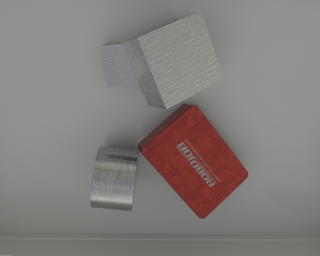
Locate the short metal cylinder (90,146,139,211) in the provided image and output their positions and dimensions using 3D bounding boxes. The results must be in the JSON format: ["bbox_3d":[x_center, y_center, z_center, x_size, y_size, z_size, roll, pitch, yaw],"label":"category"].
[{"bbox_3d":[-0.057,0.066,0.406,0.050,0.080,0.079,6,110,-2],"label":"short metal cylinder"}]

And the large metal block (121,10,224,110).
[{"bbox_3d":[0.015,-0.077,0.353,0.081,0.050,0.080,-29,110,-19],"label":"large metal block"}]

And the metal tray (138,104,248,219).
[{"bbox_3d":[0.045,0.044,0.410,0.090,0.030,0.130,-42,106,-8],"label":"metal tray"}]

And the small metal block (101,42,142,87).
[{"bbox_3d":[-0.042,-0.080,0.381,0.050,0.025,0.050,-5,110,1],"label":"small metal block"}]
